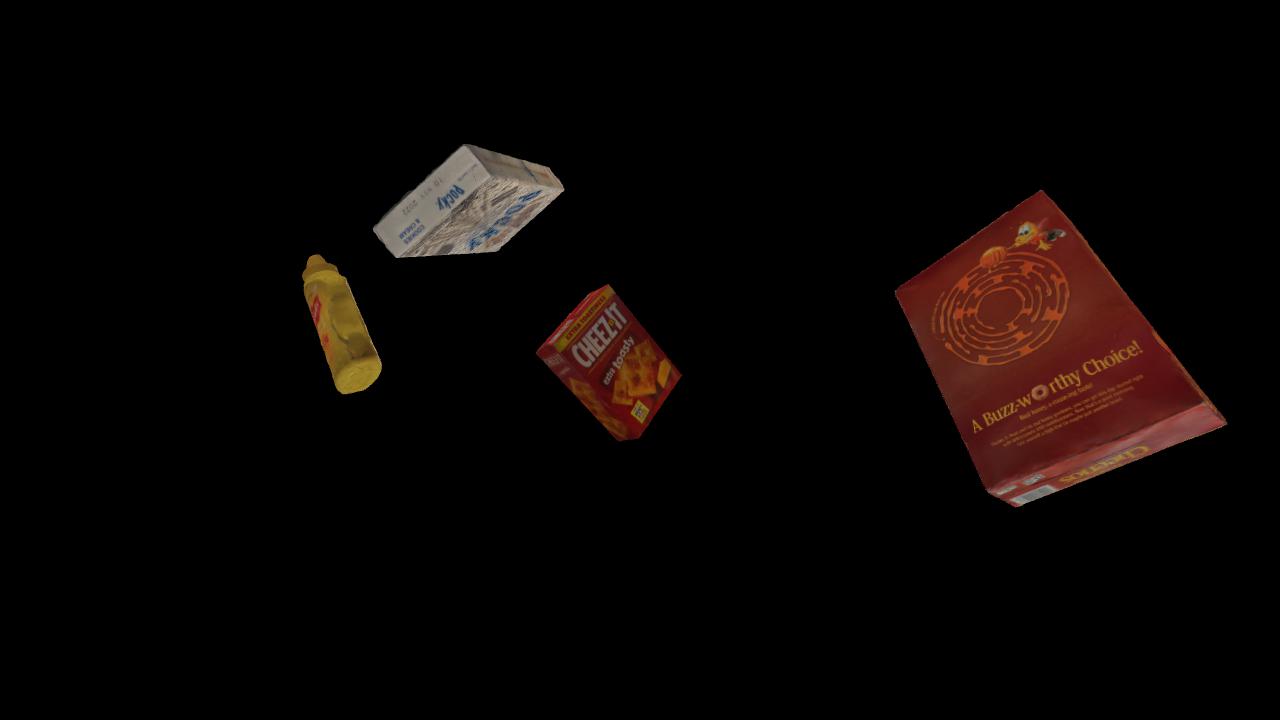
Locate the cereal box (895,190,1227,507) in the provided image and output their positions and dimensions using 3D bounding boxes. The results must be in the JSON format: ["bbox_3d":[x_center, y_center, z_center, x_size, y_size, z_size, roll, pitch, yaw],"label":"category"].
[{"bbox_3d":[0.438,-0.018,0.692,0.081,0.306,0.203,24,-47,-31],"label":"cereal box"}]

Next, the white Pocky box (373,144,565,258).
[{"bbox_3d":[-0.112,-0.109,0.436,0.084,0.028,0.154,-37,4,15],"label":"white Pocky box"}]

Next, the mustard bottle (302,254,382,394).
[{"bbox_3d":[-0.382,-0.055,0.774,0.054,0.184,0.092,-16,-19,-34],"label":"mustard bottle"}]

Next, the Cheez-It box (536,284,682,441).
[{"bbox_3d":[-0.047,0.006,1.067,0.071,0.223,0.166,-18,28,50],"label":"Cheez-It box"}]
